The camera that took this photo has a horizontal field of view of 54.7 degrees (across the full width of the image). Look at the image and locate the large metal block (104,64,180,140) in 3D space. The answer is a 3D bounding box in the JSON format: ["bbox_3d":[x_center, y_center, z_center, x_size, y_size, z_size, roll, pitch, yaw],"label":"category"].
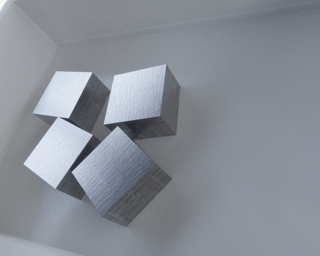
[{"bbox_3d":[-0.022,-0.032,0.421,0.080,0.050,0.080,-8,58,24],"label":"large metal block"}]

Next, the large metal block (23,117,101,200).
[{"bbox_3d":[-0.127,0.041,0.431,0.080,0.050,0.080,23,74,36],"label":"large metal block"}]

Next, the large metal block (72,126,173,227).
[{"bbox_3d":[-0.047,0.058,0.379,0.080,0.050,0.080,-46,51,-4],"label":"large metal block"}]

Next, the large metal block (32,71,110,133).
[{"bbox_3d":[-0.138,-0.041,0.488,0.080,0.050,0.080,8,65,31],"label":"large metal block"}]
